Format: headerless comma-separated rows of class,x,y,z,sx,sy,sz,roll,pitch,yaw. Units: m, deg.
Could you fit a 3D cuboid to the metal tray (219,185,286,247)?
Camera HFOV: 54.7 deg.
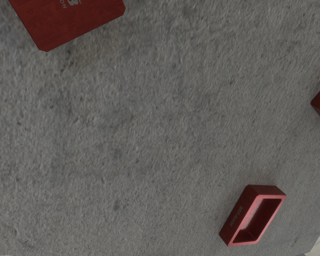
metal tray,0.183,0.174,0.614,0.091,0.030,0.129,9,114,-33

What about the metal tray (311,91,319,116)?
metal tray,0.338,-0.068,0.549,0.090,0.030,0.130,32,100,-39

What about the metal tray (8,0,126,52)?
metal tray,-0.096,-0.143,0.263,0.090,0.030,0.129,-30,129,-9
